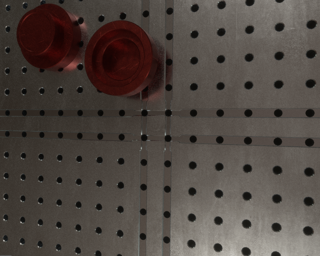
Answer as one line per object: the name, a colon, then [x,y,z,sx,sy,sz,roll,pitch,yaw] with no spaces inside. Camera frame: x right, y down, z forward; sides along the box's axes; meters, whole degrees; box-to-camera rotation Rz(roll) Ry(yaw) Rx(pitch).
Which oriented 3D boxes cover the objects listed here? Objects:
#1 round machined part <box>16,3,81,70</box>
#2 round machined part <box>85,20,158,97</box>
round machined part: [-0.172,-0.138,0.463,0.098,0.042,0.097,0,90,19]
round machined part: [-0.048,-0.091,0.420,0.098,0.042,0.097,0,90,19]
